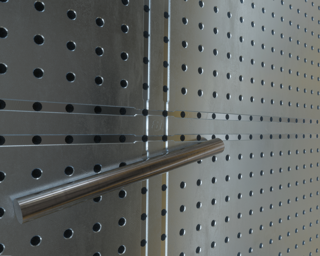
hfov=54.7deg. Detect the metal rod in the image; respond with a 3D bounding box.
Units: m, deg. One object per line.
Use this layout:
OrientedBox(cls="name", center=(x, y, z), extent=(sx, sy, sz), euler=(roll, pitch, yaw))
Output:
OrientedBox(cls="metal rod", center=(-0.022, 0.054, 0.392), extent=(0.302, 0.025, 0.025), euler=(-13, 99, -39))
